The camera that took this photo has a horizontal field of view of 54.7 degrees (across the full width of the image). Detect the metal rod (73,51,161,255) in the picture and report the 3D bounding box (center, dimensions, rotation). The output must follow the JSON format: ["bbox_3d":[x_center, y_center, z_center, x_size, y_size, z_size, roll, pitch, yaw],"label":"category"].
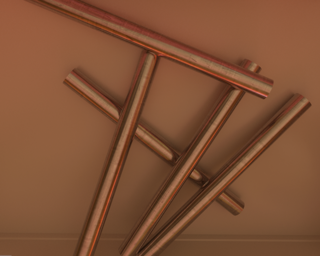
[{"bbox_3d":[-0.059,0.051,0.384,0.025,0.025,0.298,19,93,-7],"label":"metal rod"}]

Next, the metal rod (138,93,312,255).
[{"bbox_3d":[0.082,0.071,0.413,0.025,0.025,0.300,43,95,-14],"label":"metal rod"}]

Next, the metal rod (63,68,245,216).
[{"bbox_3d":[0.001,0.026,0.420,0.301,0.025,0.025,39,106,-13],"label":"metal rod"}]

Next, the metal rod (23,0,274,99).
[{"bbox_3d":[-0.014,-0.101,0.357,0.301,0.025,0.025,22,109,-2],"label":"metal rod"}]

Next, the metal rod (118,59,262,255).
[{"bbox_3d":[0.035,0.046,0.402,0.025,0.025,0.299,31,97,-11],"label":"metal rod"}]
